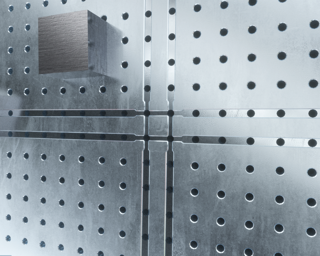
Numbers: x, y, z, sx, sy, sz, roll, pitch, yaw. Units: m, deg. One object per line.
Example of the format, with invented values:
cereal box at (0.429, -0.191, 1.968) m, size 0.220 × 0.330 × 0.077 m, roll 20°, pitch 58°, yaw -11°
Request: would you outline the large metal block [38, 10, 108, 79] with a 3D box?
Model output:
large metal block at (-0.124, -0.115, 0.444) m, size 0.080 × 0.050 × 0.080 m, roll -1°, pitch 90°, yaw 20°
